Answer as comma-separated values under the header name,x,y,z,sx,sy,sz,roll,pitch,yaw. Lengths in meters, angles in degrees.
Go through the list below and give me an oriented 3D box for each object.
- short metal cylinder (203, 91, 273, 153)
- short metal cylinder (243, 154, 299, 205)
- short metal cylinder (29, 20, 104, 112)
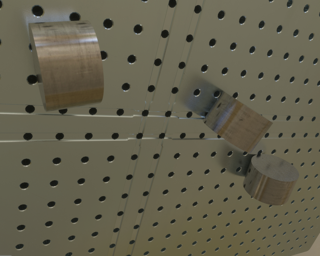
name,x,y,z,sx,sy,sz,roll,pitch,yaw
short metal cylinder,0.107,-0.009,0.431,0.080,0.080,0.050,23,106,-37
short metal cylinder,0.191,0.088,0.538,0.081,0.080,0.050,-4,120,-27
short metal cylinder,-0.089,-0.058,0.292,0.050,0.080,0.079,-12,124,-23
